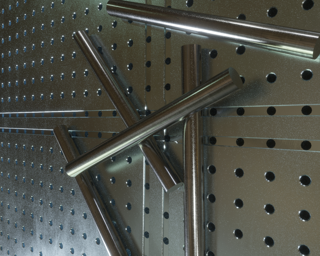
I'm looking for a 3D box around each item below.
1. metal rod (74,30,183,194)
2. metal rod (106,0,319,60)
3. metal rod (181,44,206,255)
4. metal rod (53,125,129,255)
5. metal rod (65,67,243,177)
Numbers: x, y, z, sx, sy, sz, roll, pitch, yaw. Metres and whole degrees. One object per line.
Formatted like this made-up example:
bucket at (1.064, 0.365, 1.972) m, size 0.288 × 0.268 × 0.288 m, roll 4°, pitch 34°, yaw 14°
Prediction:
metal rod at (-0.056, -0.038, 0.453) m, size 0.025 × 0.025 × 0.299 m, roll -48°, pitch 62°, yaw 29°
metal rod at (0.038, -0.128, 0.376) m, size 0.300 × 0.025 × 0.025 m, roll 26°, pitch 106°, yaw 36°
metal rod at (0.040, 0.051, 0.374) m, size 0.025 × 0.025 × 0.298 m, roll -2°, pitch 89°, yaw 39°
metal rod at (-0.105, 0.118, 0.493) m, size 0.025 × 0.025 × 0.299 m, roll -47°, pitch 63°, yaw 29°
metal rod at (-0.031, 0.007, 0.398) m, size 0.299 × 0.025 × 0.025 m, roll -28°, pitch 73°, yaw 36°
